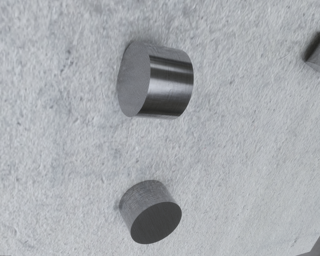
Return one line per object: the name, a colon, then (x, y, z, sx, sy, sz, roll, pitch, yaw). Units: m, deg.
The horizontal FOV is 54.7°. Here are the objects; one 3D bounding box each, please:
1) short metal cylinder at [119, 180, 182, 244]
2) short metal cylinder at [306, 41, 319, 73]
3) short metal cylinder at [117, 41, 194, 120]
short metal cylinder: (-0.015, 0.125, 0.462, 0.081, 0.050, 0.079, -14, 125, -21)
short metal cylinder: (0.268, -0.101, 0.458, 0.081, 0.080, 0.050, 18, 109, -36)
short metal cylinder: (-0.008, -0.050, 0.338, 0.050, 0.080, 0.079, 3, 117, -30)
